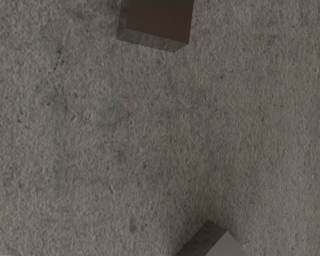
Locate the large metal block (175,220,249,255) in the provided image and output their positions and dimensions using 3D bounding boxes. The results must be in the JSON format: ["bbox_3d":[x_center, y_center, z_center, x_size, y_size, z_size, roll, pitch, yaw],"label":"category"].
[{"bbox_3d":[0.075,0.190,0.425,0.080,0.050,0.080,-43,104,-15],"label":"large metal block"}]

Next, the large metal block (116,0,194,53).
[{"bbox_3d":[-0.006,-0.149,0.394,0.081,0.050,0.080,8,87,-20],"label":"large metal block"}]
